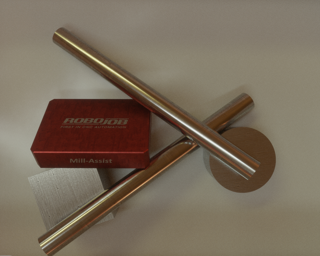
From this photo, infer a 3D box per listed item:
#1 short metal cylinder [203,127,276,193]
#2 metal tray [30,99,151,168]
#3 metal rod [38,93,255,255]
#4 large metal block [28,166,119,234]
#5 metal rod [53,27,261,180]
[{"bbox_3d":[0.099,0.038,0.398,0.081,0.050,0.079,0,90,-1],"label":"short metal cylinder"},{"bbox_3d":[-0.077,0.005,0.379,0.131,0.030,0.090,0,46,1],"label":"metal tray"},{"bbox_3d":[-0.005,0.047,0.373,0.301,0.025,0.025,-34,90,-14],"label":"metal rod"},{"bbox_3d":[-0.106,0.083,0.393,0.080,0.050,0.080,-19,90,-1],"label":"large metal block"},{"bbox_3d":[-0.013,-0.037,0.380,0.300,0.025,0.025,36,90,12],"label":"metal rod"}]
